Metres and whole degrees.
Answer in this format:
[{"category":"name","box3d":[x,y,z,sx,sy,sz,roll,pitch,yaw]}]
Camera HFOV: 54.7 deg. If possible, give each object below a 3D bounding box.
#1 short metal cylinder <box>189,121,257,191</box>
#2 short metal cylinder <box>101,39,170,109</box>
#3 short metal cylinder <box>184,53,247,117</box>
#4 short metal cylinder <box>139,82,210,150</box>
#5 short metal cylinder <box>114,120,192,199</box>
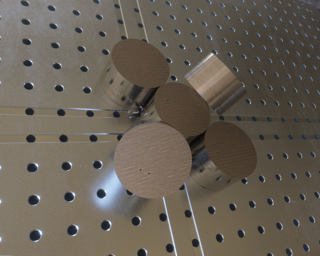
[{"category":"short metal cylinder","box3d":[0.081,0.038,0.414,0.081,0.050,0.080,14,56,-21]},{"category":"short metal cylinder","box3d":[-0.034,-0.073,0.419,0.081,0.050,0.080,14,56,-21]},{"category":"short metal cylinder","box3d":[0.080,-0.063,0.449,0.080,0.050,0.080,47,10,-10]},{"category":"short metal cylinder","box3d":[0.019,-0.014,0.412,0.081,0.050,0.080,14,56,-21]},{"category":"short metal cylinder","box3d":[-0.008,0.032,0.343,0.081,0.050,0.079,0,95,-3]}]
